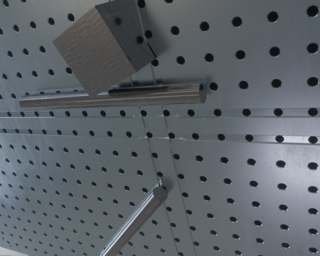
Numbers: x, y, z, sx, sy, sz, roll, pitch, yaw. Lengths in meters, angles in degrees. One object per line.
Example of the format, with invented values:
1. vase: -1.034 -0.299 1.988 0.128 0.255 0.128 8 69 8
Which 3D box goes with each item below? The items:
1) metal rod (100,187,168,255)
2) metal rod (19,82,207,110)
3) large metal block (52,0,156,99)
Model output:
1. metal rod: -0.065 0.196 0.566 0.025 0.025 0.298 37 129 3
2. metal rod: -0.083 -0.041 0.429 0.300 0.025 0.025 0 118 28
3. large metal block: -0.066 -0.093 0.372 0.080 0.050 0.080 -22 107 36
